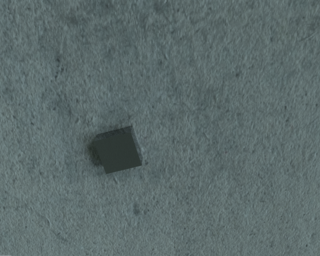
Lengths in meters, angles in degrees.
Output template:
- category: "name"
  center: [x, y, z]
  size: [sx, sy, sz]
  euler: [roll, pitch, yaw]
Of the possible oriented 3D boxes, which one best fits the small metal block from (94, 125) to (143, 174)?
- category: "small metal block"
  center: [-0.055, 0.029, 0.420]
  size: [0.050, 0.025, 0.050]
  euler: [-14, 110, 5]
